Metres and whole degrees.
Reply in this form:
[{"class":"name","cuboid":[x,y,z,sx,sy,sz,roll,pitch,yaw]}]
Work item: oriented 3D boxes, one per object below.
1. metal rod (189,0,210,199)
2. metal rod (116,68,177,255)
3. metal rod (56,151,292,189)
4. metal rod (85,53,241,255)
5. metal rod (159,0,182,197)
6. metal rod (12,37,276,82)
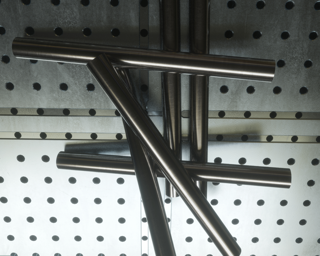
[{"class":"metal rod","cuboid":[0.051,-0.027,0.403,0.025,0.025,0.298,-2,110,1]},{"class":"metal rod","cuboid":[-0.015,0.068,0.384,0.025,0.025,0.299,-14,89,5]},{"class":"metal rod","cuboid":[0.011,0.053,0.406,0.301,0.025,0.025,3,110,9]},{"class":"metal rod","cuboid":[0.012,0.044,0.374,0.025,0.025,0.299,-32,103,11]},{"class":"metal rod","cuboid":[0.015,-0.046,0.396,0.025,0.025,0.298,-2,110,1]},{"class":"metal rod","cuboid":[-0.024,-0.080,0.361,0.301,0.025,0.025,7,110,6]}]
